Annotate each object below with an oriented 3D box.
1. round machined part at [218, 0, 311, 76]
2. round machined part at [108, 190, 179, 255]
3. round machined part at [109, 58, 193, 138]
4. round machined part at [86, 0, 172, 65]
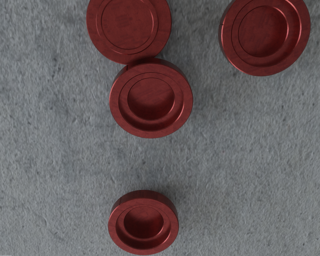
[{"bbox_3d":[0.117,-0.112,0.361,0.099,0.042,0.097,0,110,-1],"label":"round machined part"},{"bbox_3d":[-0.023,0.131,0.449,0.099,0.042,0.097,0,110,-1],"label":"round machined part"},{"bbox_3d":[-0.011,-0.039,0.381,0.099,0.042,0.097,-2,119,-3],"label":"round machined part"},{"bbox_3d":[-0.036,-0.121,0.356,0.099,0.042,0.097,0,110,-1],"label":"round machined part"}]
